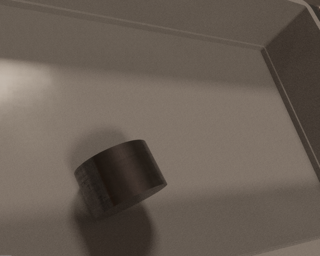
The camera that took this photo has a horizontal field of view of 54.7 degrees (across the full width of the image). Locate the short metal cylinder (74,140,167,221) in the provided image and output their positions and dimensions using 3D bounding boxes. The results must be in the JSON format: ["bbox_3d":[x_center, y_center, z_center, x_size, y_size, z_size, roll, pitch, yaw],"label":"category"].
[{"bbox_3d":[-0.040,0.054,0.317,0.081,0.080,0.050,-17,71,-35],"label":"short metal cylinder"}]
